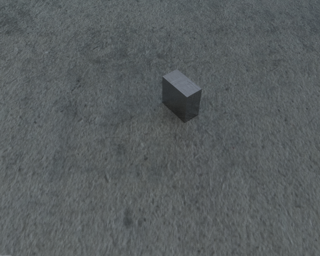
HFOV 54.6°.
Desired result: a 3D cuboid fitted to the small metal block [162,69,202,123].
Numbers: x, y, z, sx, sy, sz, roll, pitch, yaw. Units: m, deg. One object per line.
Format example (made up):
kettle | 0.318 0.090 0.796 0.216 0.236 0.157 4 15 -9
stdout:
small metal block | 0.029 -0.043 0.424 0.025 0.050 0.050 -31 57 -23
